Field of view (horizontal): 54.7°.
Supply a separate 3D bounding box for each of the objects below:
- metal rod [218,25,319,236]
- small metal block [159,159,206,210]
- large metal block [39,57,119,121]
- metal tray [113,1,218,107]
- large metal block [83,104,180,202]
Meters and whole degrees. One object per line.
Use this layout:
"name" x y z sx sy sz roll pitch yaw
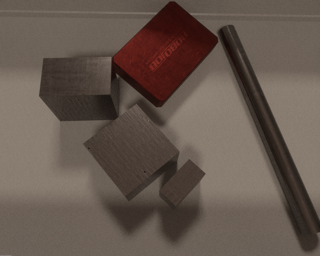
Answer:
"metal rod" 0.140 -0.011 0.415 0.025 0.025 0.299 -15 71 -6
"small metal block" 0.026 0.069 0.372 0.025 0.050 0.050 42 75 13
"large metal block" -0.097 -0.047 0.396 0.081 0.080 0.050 -2 70 -1
"metal tray" 0.008 -0.105 0.436 0.090 0.030 0.130 41 74 1
"large metal block" -0.034 0.031 0.385 0.080 0.050 0.080 -38 75 -13
